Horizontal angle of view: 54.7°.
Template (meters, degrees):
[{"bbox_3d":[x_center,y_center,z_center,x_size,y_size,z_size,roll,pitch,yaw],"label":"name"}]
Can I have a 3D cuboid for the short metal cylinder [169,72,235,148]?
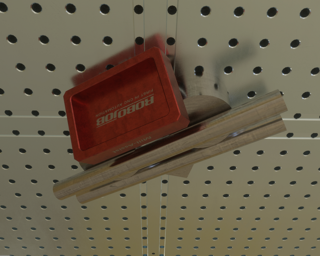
[{"bbox_3d":[0.046,-0.021,0.378,0.081,0.050,0.079,0,130,0],"label":"short metal cylinder"}]

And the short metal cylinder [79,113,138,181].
[{"bbox_3d":[-0.065,0.026,0.416,0.081,0.050,0.079,0,130,0],"label":"short metal cylinder"}]

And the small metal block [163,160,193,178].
[{"bbox_3d":[0.022,0.043,0.447,0.050,0.025,0.050,11,129,-10],"label":"small metal block"}]

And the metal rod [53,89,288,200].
[{"bbox_3d":[-0.003,0.028,0.368,0.300,0.025,0.025,-23,127,18],"label":"metal rod"}]

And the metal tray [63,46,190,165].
[{"bbox_3d":[-0.042,-0.022,0.347,0.130,0.090,0.030,-23,159,17],"label":"metal tray"}]

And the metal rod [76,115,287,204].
[{"bbox_3d":[0.015,0.046,0.417,0.300,0.025,0.025,-22,127,17],"label":"metal rod"}]
